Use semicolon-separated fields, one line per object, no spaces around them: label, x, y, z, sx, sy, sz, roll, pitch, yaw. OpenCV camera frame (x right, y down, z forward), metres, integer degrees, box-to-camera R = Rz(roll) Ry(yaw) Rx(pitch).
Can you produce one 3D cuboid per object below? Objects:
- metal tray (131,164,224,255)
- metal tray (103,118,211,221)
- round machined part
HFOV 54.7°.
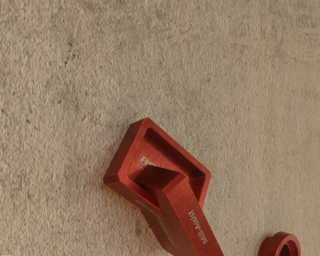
metal tray;0.015;0.107;0.375;0.030;0.090;0.129;-38;114;-29
metal tray;0.004;0.061;0.383;0.130;0.030;0.090;41;52;-25
round machined part;0.222;0.245;0.584;0.099;0.042;0.097;0;90;-40
